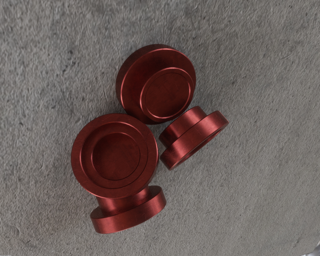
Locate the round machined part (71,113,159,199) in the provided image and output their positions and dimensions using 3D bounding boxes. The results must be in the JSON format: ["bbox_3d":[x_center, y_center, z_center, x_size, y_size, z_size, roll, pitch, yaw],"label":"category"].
[{"bbox_3d":[-0.050,0.035,0.366,0.098,0.098,0.042,-34,165,-6],"label":"round machined part"}]

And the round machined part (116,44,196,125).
[{"bbox_3d":[0.001,-0.046,0.368,0.099,0.042,0.097,-14,124,-21],"label":"round machined part"}]

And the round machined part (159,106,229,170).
[{"bbox_3d":[0.037,0.008,0.400,0.098,0.042,0.098,-37,169,-8],"label":"round machined part"}]

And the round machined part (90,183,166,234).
[{"bbox_3d":[-0.045,0.095,0.405,0.099,0.098,0.042,-20,93,-16],"label":"round machined part"}]
